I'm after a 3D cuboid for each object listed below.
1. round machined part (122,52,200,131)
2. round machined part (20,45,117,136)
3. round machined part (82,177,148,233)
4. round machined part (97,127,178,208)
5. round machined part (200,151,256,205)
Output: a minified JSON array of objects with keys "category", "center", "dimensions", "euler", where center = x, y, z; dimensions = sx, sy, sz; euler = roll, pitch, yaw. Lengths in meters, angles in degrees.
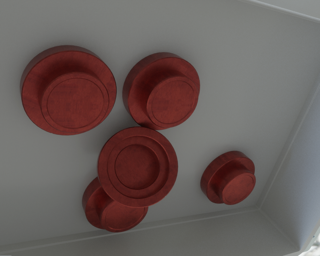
[{"category":"round machined part","center":[0.007,-0.039,0.379],"dimensions":[0.099,0.042,0.097],"euler":[-14,124,-21]},{"category":"round machined part","center":[-0.093,-0.033,0.327],"dimensions":[0.099,0.042,0.097],"euler":[-14,125,-21]},{"category":"round machined part","center":[-0.055,0.107,0.435],"dimensions":[0.099,0.042,0.097],"euler":[-14,125,-21]},{"category":"round machined part","center":[-0.030,0.049,0.392],"dimensions":[0.099,0.042,0.097],"euler":[2,82,-15]},{"category":"round machined part","center":[0.121,0.091,0.523],"dimensions":[0.099,0.042,0.097],"euler":[-14,125,-21]}]
